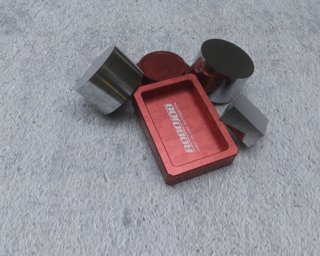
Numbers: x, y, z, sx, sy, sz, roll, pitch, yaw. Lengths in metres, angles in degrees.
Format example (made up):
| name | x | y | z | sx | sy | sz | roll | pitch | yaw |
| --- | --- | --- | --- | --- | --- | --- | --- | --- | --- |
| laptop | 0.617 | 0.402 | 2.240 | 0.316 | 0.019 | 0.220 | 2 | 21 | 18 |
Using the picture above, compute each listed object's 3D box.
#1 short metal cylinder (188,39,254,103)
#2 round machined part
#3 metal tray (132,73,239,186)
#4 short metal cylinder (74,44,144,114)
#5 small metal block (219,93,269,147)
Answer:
| name | x | y | z | sx | sy | sz | roll | pitch | yaw |
| --- | --- | --- | --- | --- | --- | --- | --- | --- | --- |
| short metal cylinder | 0.086 | -0.082 | 0.445 | 0.081 | 0.050 | 0.080 | 11 | 50 | -14 |
| round machined part | 0.003 | -0.078 | 0.460 | 0.099 | 0.042 | 0.098 | 0 | 50 | 0 |
| metal tray | 0.027 | -0.003 | 0.390 | 0.091 | 0.030 | 0.130 | -17 | 62 | -14 |
| short metal cylinder | -0.068 | -0.065 | 0.414 | 0.050 | 0.080 | 0.080 | 41 | 48 | -24 |
| small metal block | 0.108 | -0.011 | 0.392 | 0.050 | 0.025 | 0.050 | 45 | 34 | 1 |
